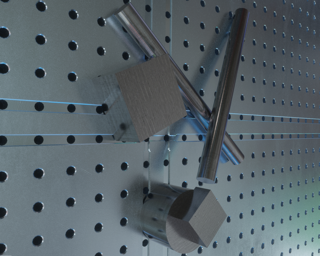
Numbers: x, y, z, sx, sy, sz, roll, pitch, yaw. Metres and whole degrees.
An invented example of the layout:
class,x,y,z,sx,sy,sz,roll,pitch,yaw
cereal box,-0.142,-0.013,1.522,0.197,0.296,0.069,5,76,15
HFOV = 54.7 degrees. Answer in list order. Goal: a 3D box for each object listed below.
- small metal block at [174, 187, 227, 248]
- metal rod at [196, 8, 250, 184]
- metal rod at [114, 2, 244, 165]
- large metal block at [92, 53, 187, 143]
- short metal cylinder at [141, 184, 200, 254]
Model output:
class,x,y,z,sx,sy,sz,roll,pitch,yaw
small metal block,0.052,0.111,0.388,0.050,0.025,0.050,-48,119,-29
metal rod,0.100,-0.062,0.467,0.025,0.025,0.300,34,61,-35
metal rod,0.042,-0.046,0.444,0.300,0.025,0.025,48,62,-29
large metal block,-0.022,-0.037,0.374,0.081,0.050,0.080,-30,109,-36
short metal cylinder,0.022,0.118,0.411,0.081,0.050,0.079,0,90,-40
